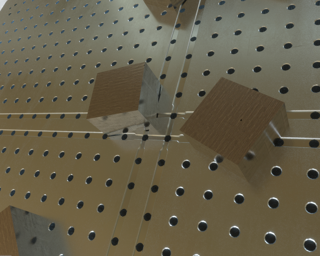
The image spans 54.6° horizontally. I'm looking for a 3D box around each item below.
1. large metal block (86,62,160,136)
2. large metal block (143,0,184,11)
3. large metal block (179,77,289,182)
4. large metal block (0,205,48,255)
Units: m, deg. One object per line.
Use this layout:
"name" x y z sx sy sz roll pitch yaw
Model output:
"large metal block" -0.050 -0.040 0.444 0.080 0.050 0.080 -8 58 24
"large metal block" 0.013 -0.261 0.546 0.080 0.050 0.080 31 79 38
"large metal block" 0.084 0.000 0.349 0.080 0.050 0.080 32 80 38
"large metal block" -0.199 0.162 0.399 0.080 0.050 0.080 -38 51 3
